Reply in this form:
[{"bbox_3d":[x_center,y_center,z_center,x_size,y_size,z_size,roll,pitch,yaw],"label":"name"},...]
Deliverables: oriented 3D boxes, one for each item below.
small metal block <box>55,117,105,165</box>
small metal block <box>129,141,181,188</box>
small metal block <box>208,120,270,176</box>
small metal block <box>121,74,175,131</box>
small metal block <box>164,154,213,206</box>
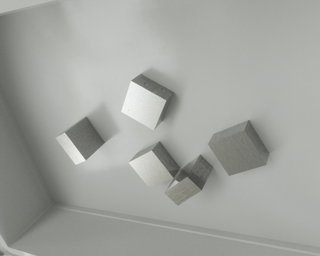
[{"bbox_3d":[-0.119,0.019,0.467,0.025,0.050,0.050,-24,106,36],"label":"small metal block"},{"bbox_3d":[-0.008,0.054,0.446,0.050,0.025,0.050,-30,102,38],"label":"small metal block"},{"bbox_3d":[0.095,0.025,0.374,0.050,0.025,0.050,-26,105,37],"label":"small metal block"},{"bbox_3d":[-0.016,-0.033,0.397,0.050,0.025,0.050,30,128,9],"label":"small metal block"},{"bbox_3d":[0.039,0.070,0.415,0.025,0.050,0.050,44,129,-2],"label":"small metal block"}]
